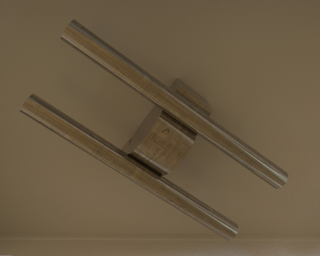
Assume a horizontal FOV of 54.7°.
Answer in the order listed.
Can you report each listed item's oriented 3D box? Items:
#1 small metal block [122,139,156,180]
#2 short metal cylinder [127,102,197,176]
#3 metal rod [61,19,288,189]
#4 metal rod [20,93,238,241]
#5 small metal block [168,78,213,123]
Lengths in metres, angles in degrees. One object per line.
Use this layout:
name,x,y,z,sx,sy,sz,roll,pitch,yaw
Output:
small metal block,-0.029,0.047,0.413,0.050,0.050,0.025,35,106,-12
short metal cylinder,0.003,0.012,0.385,0.050,0.080,0.080,35,106,-12
metal rod,0.027,-0.018,0.350,0.301,0.025,0.025,34,106,-12
metal rod,-0.027,0.054,0.377,0.301,0.025,0.025,34,106,-12
small metal block,0.035,-0.033,0.384,0.050,0.050,0.025,35,106,-12
